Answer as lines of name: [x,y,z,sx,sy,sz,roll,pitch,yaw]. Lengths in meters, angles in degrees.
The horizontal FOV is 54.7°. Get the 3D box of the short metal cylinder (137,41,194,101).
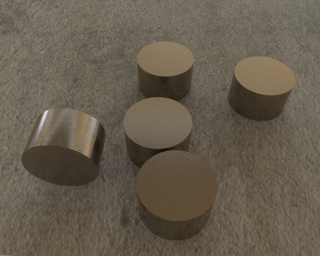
short metal cylinder: [0.008,-0.083,0.457,0.081,0.050,0.080,0,50,0]

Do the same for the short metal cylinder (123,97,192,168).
short metal cylinder: [-0.003,0.008,0.380,0.081,0.050,0.080,0,50,0]

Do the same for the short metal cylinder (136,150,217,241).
short metal cylinder: [0.017,0.070,0.328,0.081,0.050,0.080,0,50,0]

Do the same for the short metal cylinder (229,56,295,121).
short metal cylinder: [0.141,-0.056,0.436,0.081,0.050,0.080,0,50,0]

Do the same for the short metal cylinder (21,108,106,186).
short metal cylinder: [-0.105,0.023,0.347,0.081,0.080,0.050,2,50,1]
